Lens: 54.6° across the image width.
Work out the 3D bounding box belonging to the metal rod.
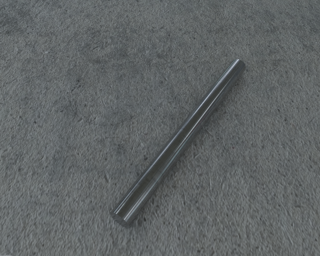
[{"bbox_3d":[0.040,-0.001,0.403,0.025,0.025,0.301,27,55,21],"label":"metal rod"}]
